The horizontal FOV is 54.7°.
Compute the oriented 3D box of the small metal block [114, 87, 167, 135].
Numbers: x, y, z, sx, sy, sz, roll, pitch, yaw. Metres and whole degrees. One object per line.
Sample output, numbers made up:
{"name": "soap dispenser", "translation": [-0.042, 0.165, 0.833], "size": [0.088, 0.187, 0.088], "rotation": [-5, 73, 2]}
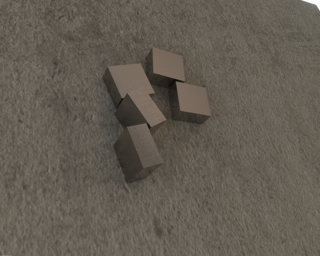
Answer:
{"name": "small metal block", "translation": [-0.026, -0.014, 0.384], "size": [0.025, 0.050, 0.050], "rotation": [-27, 77, -37]}

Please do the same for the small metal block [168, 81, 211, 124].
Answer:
{"name": "small metal block", "translation": [0.042, -0.036, 0.451], "size": [0.050, 0.025, 0.050], "rotation": [8, 58, -24]}

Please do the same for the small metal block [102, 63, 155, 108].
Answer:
{"name": "small metal block", "translation": [-0.043, -0.058, 0.417], "size": [0.050, 0.025, 0.050], "rotation": [-13, 69, -34]}

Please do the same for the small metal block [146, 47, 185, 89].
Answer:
{"name": "small metal block", "translation": [0.007, -0.088, 0.463], "size": [0.050, 0.025, 0.050], "rotation": [12, 57, -22]}

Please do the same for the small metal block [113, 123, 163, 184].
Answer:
{"name": "small metal block", "translation": [-0.027, 0.030, 0.356], "size": [0.025, 0.050, 0.050], "rotation": [-11, 68, -33]}
